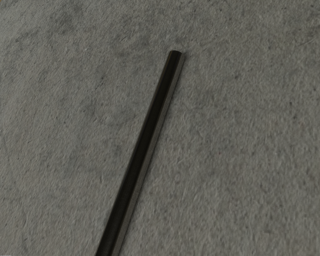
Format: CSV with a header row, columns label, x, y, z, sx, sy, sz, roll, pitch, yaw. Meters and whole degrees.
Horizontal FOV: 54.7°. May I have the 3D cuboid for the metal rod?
label,x,y,z,sx,sy,sz,roll,pitch,yaw
metal rod,-0.020,0.025,0.397,0.025,0.025,0.300,5,64,30
